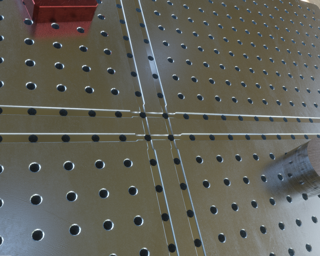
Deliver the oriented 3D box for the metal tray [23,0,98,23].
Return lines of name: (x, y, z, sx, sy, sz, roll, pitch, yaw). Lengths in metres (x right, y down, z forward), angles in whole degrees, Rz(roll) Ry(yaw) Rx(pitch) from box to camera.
metal tray: (-0.158, -0.213, 0.450, 0.091, 0.030, 0.130, -16, 70, -35)

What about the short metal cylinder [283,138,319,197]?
short metal cylinder: (0.242, 0.062, 0.485, 0.081, 0.050, 0.080, 14, 56, -21)
